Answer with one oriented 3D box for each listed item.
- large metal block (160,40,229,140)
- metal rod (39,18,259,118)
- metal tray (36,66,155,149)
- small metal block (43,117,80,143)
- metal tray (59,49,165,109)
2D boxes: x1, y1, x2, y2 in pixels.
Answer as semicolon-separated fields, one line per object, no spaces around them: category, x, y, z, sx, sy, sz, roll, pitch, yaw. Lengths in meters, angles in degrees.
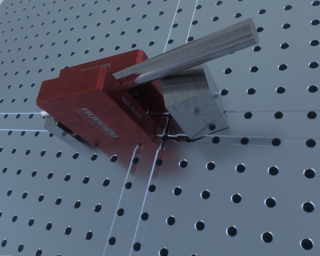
large metal block;0.040;-0.044;0.377;0.050;0.080;0.080;-20;54;16
metal rod;-0.037;-0.058;0.365;0.300;0.025;0.025;-14;56;31
metal tray;-0.074;-0.018;0.389;0.090;0.130;0.030;-9;59;23
small metal block;-0.144;-0.012;0.472;0.025;0.050;0.050;-8;58;24
metal tray;-0.064;-0.056;0.432;0.130;0.090;0.030;-8;59;23
